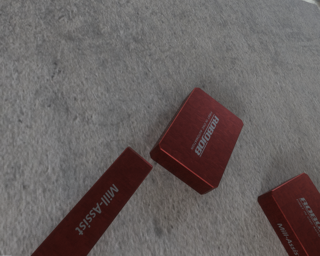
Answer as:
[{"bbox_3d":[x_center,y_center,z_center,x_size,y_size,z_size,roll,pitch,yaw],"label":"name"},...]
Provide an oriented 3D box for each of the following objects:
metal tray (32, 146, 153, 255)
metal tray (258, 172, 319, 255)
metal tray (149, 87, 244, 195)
[{"bbox_3d":[-0.067,0.083,0.275,0.030,0.090,0.131,41,51,-1],"label":"metal tray"},{"bbox_3d":[0.205,0.137,0.430,0.091,0.030,0.130,-16,70,-35],"label":"metal tray"},{"bbox_3d":[0.055,0.013,0.424,0.090,0.030,0.130,37,51,-4],"label":"metal tray"}]
